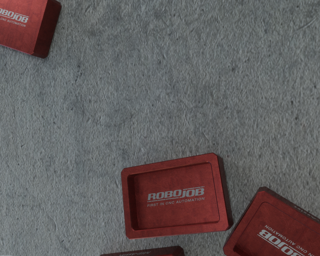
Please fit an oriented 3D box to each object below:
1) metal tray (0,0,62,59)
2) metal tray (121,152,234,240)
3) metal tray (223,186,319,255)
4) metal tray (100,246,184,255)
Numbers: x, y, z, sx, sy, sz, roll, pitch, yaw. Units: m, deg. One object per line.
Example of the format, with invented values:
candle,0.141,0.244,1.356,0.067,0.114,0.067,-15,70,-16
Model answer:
metal tray,-0.226,-0.171,0.486,0.130,0.030,0.089,21,97,18
metal tray,0.018,0.087,0.389,0.130,0.030,0.090,-12,74,19
metal tray,0.151,0.139,0.352,0.130,0.030,0.090,31,100,17
metal tray,-0.025,0.214,0.415,0.130,0.030,0.090,-14,85,19
